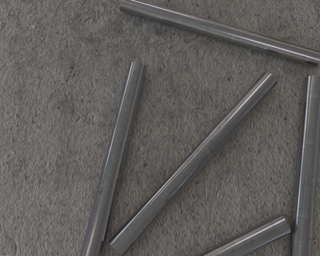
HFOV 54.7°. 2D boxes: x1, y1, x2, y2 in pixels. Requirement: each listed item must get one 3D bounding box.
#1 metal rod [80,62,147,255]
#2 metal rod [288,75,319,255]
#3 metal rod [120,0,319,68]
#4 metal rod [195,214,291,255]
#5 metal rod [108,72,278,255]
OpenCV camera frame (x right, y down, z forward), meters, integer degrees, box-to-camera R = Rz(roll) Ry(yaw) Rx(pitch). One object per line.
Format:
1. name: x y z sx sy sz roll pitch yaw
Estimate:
1. metal rod: -0.059 0.051 0.388 0.025 0.025 0.299 10 70 4
2. metal rod: 0.180 0.070 0.383 0.025 0.025 0.299 13 70 5
3. metal rod: 0.085 -0.145 0.461 0.301 0.025 0.025 18 71 6
4. metal rod: 0.009 0.172 0.344 0.302 0.025 0.025 -23 72 -9
5. metal rod: 0.052 0.036 0.395 0.025 0.025 0.301 41 75 13
